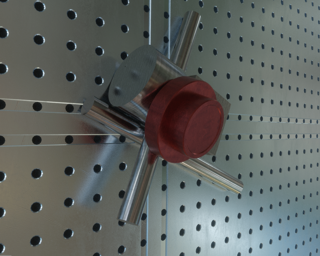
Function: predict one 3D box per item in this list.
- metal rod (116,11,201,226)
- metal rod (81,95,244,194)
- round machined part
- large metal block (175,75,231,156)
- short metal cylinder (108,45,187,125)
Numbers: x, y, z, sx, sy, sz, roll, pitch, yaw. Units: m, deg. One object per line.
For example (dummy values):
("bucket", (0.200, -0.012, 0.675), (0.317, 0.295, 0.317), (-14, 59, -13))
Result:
("metal rod", (0.006, -0.030, 0.391), (0.025, 0.025, 0.300), (35, 61, -35))
("metal rod", (0.025, 0.037, 0.431), (0.301, 0.025, 0.025), (31, 71, -36))
("round machined part", (0.034, -0.005, 0.343), (0.099, 0.042, 0.097), (-24, 127, -37))
("large metal block", (0.045, -0.015, 0.428), (0.080, 0.050, 0.080), (32, 70, -36))
("short metal cylinder", (-0.015, -0.049, 0.362), (0.050, 0.080, 0.080), (32, 70, -36))
